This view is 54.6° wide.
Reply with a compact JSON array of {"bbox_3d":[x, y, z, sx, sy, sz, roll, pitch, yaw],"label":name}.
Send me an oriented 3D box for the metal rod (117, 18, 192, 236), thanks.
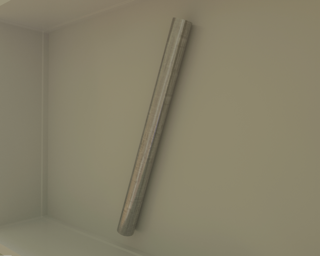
[{"bbox_3d":[-0.011,0.008,0.414,0.025,0.025,0.298,25,106,37],"label":"metal rod"}]
